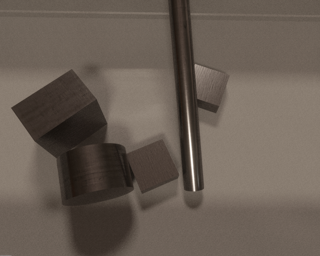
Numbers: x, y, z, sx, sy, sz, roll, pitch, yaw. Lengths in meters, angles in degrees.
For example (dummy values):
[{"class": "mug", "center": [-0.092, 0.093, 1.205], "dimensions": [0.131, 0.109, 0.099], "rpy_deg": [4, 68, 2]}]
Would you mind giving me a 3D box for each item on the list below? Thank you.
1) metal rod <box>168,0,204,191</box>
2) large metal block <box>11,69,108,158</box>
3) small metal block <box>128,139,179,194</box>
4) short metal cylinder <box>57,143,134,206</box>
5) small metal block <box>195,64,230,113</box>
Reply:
[{"class": "metal rod", "center": [0.029, -0.073, 0.373], "dimensions": [0.025, 0.025, 0.298], "rpy_deg": [-5, 94, -2]}, {"class": "large metal block", "center": [-0.119, -0.014, 0.384], "dimensions": [0.080, 0.080, 0.050], "rpy_deg": [-37, 75, -13]}, {"class": "small metal block", "center": [-0.010, 0.049, 0.392], "dimensions": [0.050, 0.025, 0.050], "rpy_deg": [-22, 72, -8]}, {"class": "short metal cylinder", "center": [-0.075, 0.055, 0.359], "dimensions": [0.081, 0.080, 0.050], "rpy_deg": [-13, 71, -5]}, {"class": "small metal block", "center": [0.063, -0.055, 0.430], "dimensions": [0.050, 0.025, 0.050], "rpy_deg": [19, 71, 6]}]
